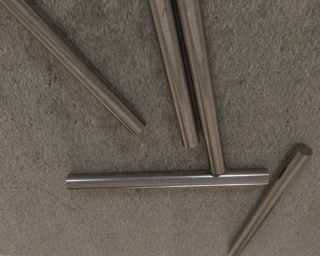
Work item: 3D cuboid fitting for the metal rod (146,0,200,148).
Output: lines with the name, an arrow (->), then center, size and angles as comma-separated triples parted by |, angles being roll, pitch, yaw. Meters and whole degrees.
metal rod -> 0.009, -0.092, 0.328 | 0.025, 0.025, 0.299 | -10, 130, 8

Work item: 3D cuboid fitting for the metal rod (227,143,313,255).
metal rod -> 0.175, 0.142, 0.529 | 0.025, 0.025, 0.298 | 8, 130, -7

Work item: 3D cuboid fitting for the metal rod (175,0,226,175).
metal rod -> 0.051, -0.051, 0.363 | 0.025, 0.025, 0.299 | -11, 130, 9

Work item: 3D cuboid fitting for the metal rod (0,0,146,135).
metal rod -> -0.113, -0.094, 0.325 | 0.025, 0.025, 0.300 | -28, 125, 21

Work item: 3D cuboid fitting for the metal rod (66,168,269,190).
metal rod -> 0.011, 0.078, 0.473 | 0.302, 0.025, 0.025 | -2, 130, 1
